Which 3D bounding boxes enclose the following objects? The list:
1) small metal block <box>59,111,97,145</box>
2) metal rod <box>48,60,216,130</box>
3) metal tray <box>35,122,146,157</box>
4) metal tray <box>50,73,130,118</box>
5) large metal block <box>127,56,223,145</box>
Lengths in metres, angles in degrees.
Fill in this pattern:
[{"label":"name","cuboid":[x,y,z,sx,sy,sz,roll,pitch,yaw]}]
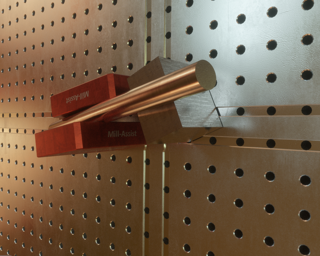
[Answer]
[{"label":"small metal block","cuboid":[-0.132,0.000,0.498,0.025,0.050,0.050,-11,83,39]},{"label":"metal rod","cuboid":[-0.060,-0.020,0.359,0.299,0.025,0.025,-13,82,48]},{"label":"metal tray","cuboid":[-0.080,0.014,0.404,0.090,0.131,0.030,-12,83,39]},{"label":"metal tray","cuboid":[-0.076,-0.039,0.426,0.130,0.091,0.030,-11,84,39]},{"label":"large metal block","cuboid":[0.018,-0.028,0.356,0.050,0.081,0.080,-28,73,36]}]
